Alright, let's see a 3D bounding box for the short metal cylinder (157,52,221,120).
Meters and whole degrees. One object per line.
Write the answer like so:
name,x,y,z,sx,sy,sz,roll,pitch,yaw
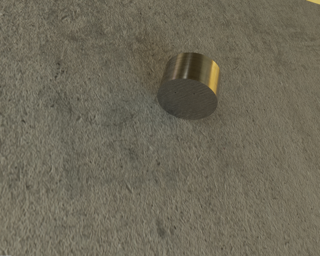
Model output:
short metal cylinder,0.041,-0.056,0.424,0.080,0.080,0.050,24,53,-13
